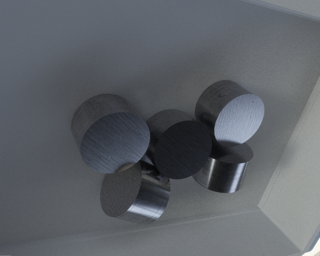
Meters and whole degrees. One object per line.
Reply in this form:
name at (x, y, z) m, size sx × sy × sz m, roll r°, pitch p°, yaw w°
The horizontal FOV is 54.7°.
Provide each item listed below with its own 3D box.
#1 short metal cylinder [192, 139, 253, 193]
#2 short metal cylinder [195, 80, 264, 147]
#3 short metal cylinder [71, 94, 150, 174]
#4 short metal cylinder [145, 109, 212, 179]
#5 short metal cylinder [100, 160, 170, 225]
short metal cylinder at (0.089, 0.049, 0.452) m, size 0.081 × 0.080 × 0.050 m, roll -6°, pitch 121°, yaw -26°
short metal cylinder at (0.096, -0.021, 0.432) m, size 0.081 × 0.050 × 0.079 m, roll -14°, pitch 124°, yaw -21°
short metal cylinder at (-0.059, 0.006, 0.364) m, size 0.081 × 0.050 × 0.079 m, roll -14°, pitch 124°, yaw -21°
short metal cylinder at (0.020, 0.020, 0.407) m, size 0.081 × 0.050 × 0.079 m, roll -8°, pitch 112°, yaw -21°
short metal cylinder at (-0.033, 0.081, 0.405) m, size 0.050 × 0.080 × 0.080 m, roll 29°, pitch 102°, yaw -38°
